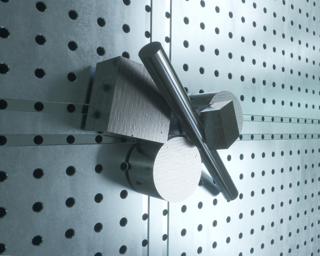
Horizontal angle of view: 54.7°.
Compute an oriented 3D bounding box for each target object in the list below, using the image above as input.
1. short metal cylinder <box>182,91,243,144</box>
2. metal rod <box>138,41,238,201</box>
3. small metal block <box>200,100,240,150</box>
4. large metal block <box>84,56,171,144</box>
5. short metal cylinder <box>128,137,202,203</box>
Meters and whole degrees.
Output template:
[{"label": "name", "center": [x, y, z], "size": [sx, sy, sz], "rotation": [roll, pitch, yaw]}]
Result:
[{"label": "short metal cylinder", "center": [0.076, -0.013, 0.453], "size": [0.081, 0.050, 0.079], "rotation": [0, 90, -40]}, {"label": "metal rod", "center": [0.053, 0.015, 0.403], "size": [0.025, 0.025, 0.300], "rotation": [-58, 137, -24]}, {"label": "small metal block", "center": [0.078, -0.004, 0.396], "size": [0.050, 0.025, 0.050], "rotation": [-31, 110, -55]}, {"label": "large metal block", "center": [-0.033, -0.028, 0.359], "size": [0.081, 0.050, 0.080], "rotation": [14, 81, -39]}, {"label": "short metal cylinder", "center": [0.007, 0.050, 0.394], "size": [0.081, 0.050, 0.079], "rotation": [0, 90, -40]}]
